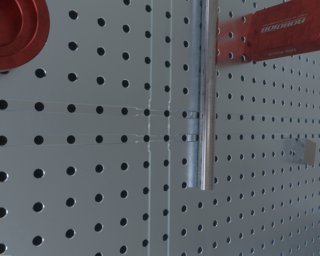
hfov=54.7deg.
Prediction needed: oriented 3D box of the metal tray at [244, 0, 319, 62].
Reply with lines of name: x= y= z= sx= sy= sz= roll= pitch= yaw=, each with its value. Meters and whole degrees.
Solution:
metal tray: x=0.213 y=-0.166 z=0.518 sx=0.030 sy=0.130 sz=0.090 roll=27 pitch=73 yaw=-37

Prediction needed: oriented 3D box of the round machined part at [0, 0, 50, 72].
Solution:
round machined part: x=-0.153 y=-0.097 z=0.270 sx=0.099 sy=0.042 sz=0.097 roll=0 pitch=90 yaw=-40

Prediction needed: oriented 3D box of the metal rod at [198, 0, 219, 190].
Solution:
metal rod: x=0.073 y=-0.058 z=0.470 sx=0.025 sy=0.025 sz=0.298 roll=3 pitch=88 yaw=-40

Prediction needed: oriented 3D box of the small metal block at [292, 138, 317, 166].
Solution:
small metal block: x=0.313 y=0.052 z=0.672 sx=0.050 sy=0.025 sz=0.050 roll=17 pitch=79 yaw=-39
